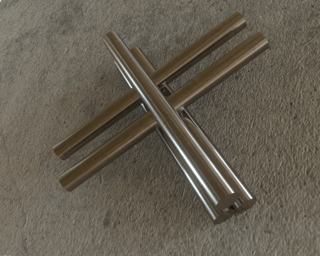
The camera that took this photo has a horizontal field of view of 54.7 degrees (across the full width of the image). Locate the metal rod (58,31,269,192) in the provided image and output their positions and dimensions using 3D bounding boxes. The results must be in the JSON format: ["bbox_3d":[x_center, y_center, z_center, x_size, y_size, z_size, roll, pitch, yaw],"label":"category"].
[{"bbox_3d":[0.002,-0.018,0.382,0.300,0.025,0.025,-36,51,3],"label":"metal rod"}]

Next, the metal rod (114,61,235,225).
[{"bbox_3d":[0.002,-0.008,0.408,0.025,0.025,0.300,-36,51,4],"label":"metal rod"}]

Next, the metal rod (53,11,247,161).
[{"bbox_3d":[-0.016,-0.054,0.413,0.300,0.025,0.025,-36,51,3],"label":"metal rod"}]

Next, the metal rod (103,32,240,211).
[{"bbox_3d":[-0.006,-0.033,0.363,0.025,0.025,0.300,-37,51,3],"label":"metal rod"}]

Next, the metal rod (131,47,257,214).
[{"bbox_3d":[0.023,-0.020,0.404,0.025,0.025,0.300,-36,51,4],"label":"metal rod"}]
